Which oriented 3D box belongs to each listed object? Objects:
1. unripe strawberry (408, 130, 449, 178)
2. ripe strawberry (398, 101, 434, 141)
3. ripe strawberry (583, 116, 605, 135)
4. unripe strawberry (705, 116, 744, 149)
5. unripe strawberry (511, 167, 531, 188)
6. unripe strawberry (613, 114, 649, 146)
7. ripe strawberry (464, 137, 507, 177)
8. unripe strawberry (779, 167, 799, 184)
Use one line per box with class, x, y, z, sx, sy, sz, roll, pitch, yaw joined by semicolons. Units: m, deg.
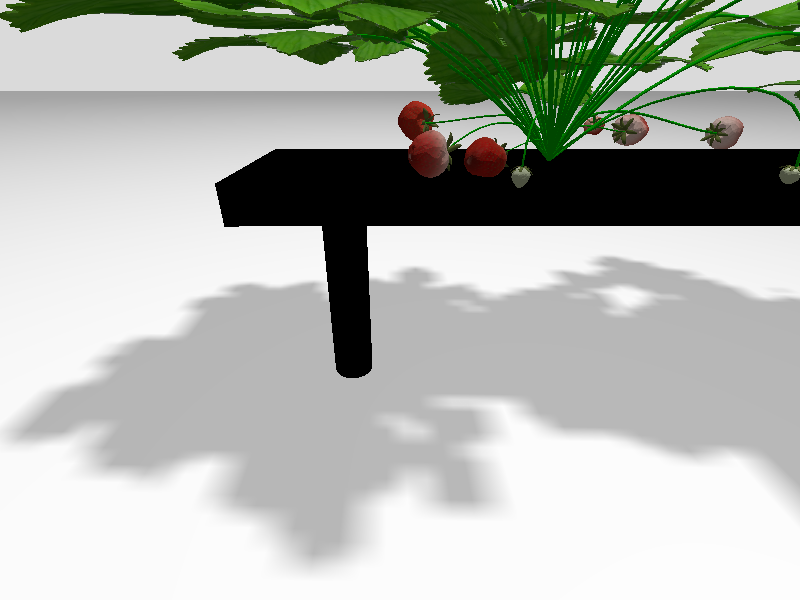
unripe strawberry;0.018;-0.098;0.271;0.028;0.030;0.026;-17;33;-27
ripe strawberry;0.015;-0.198;0.444;0.039;0.041;0.042;-22;35;-34
ripe strawberry;0.231;-0.206;0.476;0.023;0.019;0.023;17;8;28
unripe strawberry;0.319;-0.163;0.392;0.030;0.030;0.028;-10;30;-18
unripe strawberry;0.071;-0.072;0.236;0.011;0.011;0.011;13;32;23
unripe strawberry;0.231;-0.170;0.400;0.029;0.029;0.032;-20;35;-33
ripe strawberry;0.056;-0.096;0.269;0.029;0.025;0.029;-26;38;-38
unripe strawberry;0.222;-0.071;0.228;0.009;0.010;0.010;-22;36;-34
